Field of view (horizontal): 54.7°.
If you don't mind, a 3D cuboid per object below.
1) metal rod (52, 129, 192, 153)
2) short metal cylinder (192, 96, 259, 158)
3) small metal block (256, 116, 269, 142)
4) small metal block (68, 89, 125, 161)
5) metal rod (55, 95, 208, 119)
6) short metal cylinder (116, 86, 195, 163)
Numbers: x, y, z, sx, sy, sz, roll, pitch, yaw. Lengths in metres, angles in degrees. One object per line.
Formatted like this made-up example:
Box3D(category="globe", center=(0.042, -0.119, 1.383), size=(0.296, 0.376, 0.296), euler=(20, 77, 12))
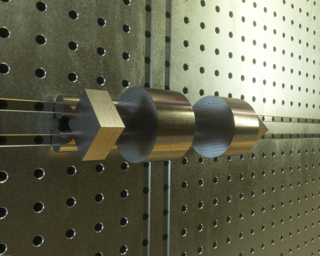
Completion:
Box3D(category="metal rod", center=(0.009, 0.015, 0.417), size=(0.302, 0.025, 0.025), euler=(1, 90, -40))
Box3D(category="short metal cylinder", center=(0.083, -0.002, 0.414), size=(0.050, 0.080, 0.080), euler=(1, 90, -40))
Box3D(category="small metal block", center=(0.126, 0.000, 0.469), size=(0.025, 0.050, 0.050), euler=(1, 49, -40))
Box3D(category="small metal block", center=(-0.065, -0.003, 0.309), size=(0.025, 0.050, 0.050), euler=(1, 47, -40))
Box3D(category="metal rod", center=(0.011, -0.020, 0.419), size=(0.302, 0.025, 0.025), euler=(1, 90, -40))
Box3D(category="short metal cylinder", center=(-0.008, -0.003, 0.338), size=(0.050, 0.080, 0.080), euler=(1, 90, -40))
